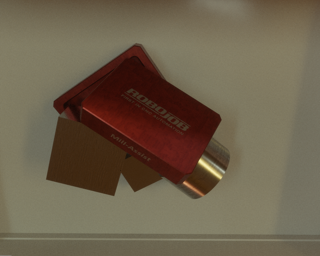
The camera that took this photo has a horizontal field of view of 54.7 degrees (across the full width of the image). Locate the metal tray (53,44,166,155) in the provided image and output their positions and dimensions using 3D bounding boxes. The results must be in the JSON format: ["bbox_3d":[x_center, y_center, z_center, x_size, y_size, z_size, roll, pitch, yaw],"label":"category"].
[{"bbox_3d":[-0.054,-0.034,0.393,0.130,0.030,0.090,-32,107,10],"label":"metal tray"}]

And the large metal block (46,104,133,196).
[{"bbox_3d":[-0.081,0.025,0.370,0.080,0.050,0.079,15,109,-6],"label":"large metal block"}]

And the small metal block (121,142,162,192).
[{"bbox_3d":[-0.025,0.053,0.429,0.050,0.025,0.050,-27,108,9],"label":"small metal block"}]

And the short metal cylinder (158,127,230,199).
[{"bbox_3d":[0.043,0.043,0.398,0.050,0.080,0.080,38,106,-13],"label":"short metal cylinder"}]

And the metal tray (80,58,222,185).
[{"bbox_3d":[-0.008,-0.011,0.340,0.130,0.090,0.030,33,145,3],"label":"metal tray"}]
